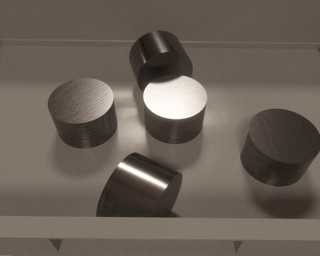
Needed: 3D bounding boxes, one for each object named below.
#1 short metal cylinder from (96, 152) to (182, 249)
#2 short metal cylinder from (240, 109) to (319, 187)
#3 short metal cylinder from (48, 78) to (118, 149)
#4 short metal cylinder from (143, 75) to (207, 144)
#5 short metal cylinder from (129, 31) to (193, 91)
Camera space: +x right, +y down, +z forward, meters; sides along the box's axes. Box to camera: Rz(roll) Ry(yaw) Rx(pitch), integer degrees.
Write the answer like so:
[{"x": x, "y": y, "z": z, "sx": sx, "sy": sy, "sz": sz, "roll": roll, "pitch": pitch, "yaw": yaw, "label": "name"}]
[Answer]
[{"x": -0.018, "y": 0.071, "z": 0.310, "sx": 0.050, "sy": 0.080, "sz": 0.080, "roll": 23, "pitch": 54, "yaw": 18, "label": "short metal cylinder"}, {"x": 0.142, "y": 0.023, "z": 0.372, "sx": 0.081, "sy": 0.050, "sz": 0.080, "roll": 0, "pitch": 50, "yaw": 0, "label": "short metal cylinder"}, {"x": -0.098, "y": -0.020, "z": 0.404, "sx": 0.081, "sy": 0.050, "sz": 0.080, "roll": 0, "pitch": 50, "yaw": 0, "label": "short metal cylinder"}, {"x": 0.019, "y": -0.025, "z": 0.410, "sx": 0.081, "sy": 0.050, "sz": 0.080, "roll": 0, "pitch": 50, "yaw": 0, "label": "short metal cylinder"}, {"x": 0.001, "y": -0.091, "z": 0.446, "sx": 0.081, "sy": 0.080, "sz": 0.050, "roll": -13, "pitch": 52, "yaw": -11, "label": "short metal cylinder"}]
